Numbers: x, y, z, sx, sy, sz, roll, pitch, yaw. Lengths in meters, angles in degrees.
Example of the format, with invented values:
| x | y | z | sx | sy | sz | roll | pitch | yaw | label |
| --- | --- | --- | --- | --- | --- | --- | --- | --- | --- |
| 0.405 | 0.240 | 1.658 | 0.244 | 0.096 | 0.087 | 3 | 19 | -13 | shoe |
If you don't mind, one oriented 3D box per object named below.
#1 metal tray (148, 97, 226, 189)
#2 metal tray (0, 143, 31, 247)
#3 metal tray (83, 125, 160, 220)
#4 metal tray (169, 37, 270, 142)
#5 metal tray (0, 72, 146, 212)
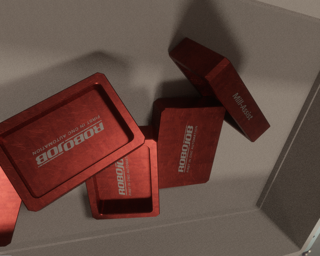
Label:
| x | y | z | sx | sy | sz | roll | pitch | yaw | label |
| --- | --- | --- | --- | --- | --- | --- | --- | --- | --- |
| 0.033 | 0.022 | 0.430 | 0.091 | 0.030 | 0.129 | -3 | 121 | -18 | metal tray |
| -0.203 | 0.075 | 0.342 | 0.091 | 0.030 | 0.129 | 9 | 114 | -33 | metal tray |
| -0.047 | 0.060 | 0.397 | 0.091 | 0.030 | 0.129 | -3 | 123 | -2 | metal tray |
| 0.074 | -0.045 | 0.380 | 0.030 | 0.090 | 0.130 | -45 | 130 | 2 | metal tray |
| -0.093 | 0.012 | 0.318 | 0.131 | 0.030 | 0.090 | -32 | 87 | -17 | metal tray |
